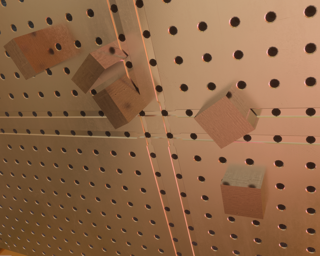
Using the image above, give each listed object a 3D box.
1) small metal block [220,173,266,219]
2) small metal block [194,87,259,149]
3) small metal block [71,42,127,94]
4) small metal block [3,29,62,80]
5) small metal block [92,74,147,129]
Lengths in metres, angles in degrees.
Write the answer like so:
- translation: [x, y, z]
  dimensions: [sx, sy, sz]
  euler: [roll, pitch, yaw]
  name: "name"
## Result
- translation: [0.110, 0.089, 0.408]
  dimensions: [0.050, 0.025, 0.050]
  euler: [1, 119, 27]
  name: "small metal block"
- translation: [0.078, -0.011, 0.363]
  dimensions: [0.050, 0.025, 0.050]
  euler: [48, 129, -6]
  name: "small metal block"
- translation: [-0.076, -0.075, 0.387]
  dimensions: [0.025, 0.050, 0.050]
  euler: [46, 129, -4]
  name: "small metal block"
- translation: [-0.171, -0.100, 0.421]
  dimensions: [0.025, 0.050, 0.050]
  euler: [-18, 109, 35]
  name: "small metal block"
- translation: [-0.050, -0.034, 0.399]
  dimensions: [0.025, 0.050, 0.050]
  euler: [-24, 105, 36]
  name: "small metal block"
